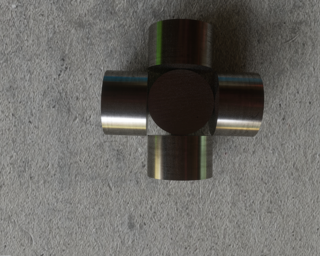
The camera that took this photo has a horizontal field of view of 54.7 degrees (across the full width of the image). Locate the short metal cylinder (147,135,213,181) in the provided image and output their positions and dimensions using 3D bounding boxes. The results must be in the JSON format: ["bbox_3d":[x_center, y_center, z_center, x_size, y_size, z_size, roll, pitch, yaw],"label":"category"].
[{"bbox_3d":[0.025,0.034,0.384,0.081,0.080,0.050,0,90,-1],"label":"short metal cylinder"}]

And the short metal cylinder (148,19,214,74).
[{"bbox_3d":[0.026,-0.097,0.383,0.081,0.080,0.050,2,91,-1],"label":"short metal cylinder"}]

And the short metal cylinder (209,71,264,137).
[{"bbox_3d":[0.091,-0.030,0.385,0.050,0.080,0.079,2,90,0],"label":"short metal cylinder"}]

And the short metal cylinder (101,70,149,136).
[{"bbox_3d":[-0.040,-0.030,0.383,0.050,0.080,0.079,2,90,0],"label":"short metal cylinder"}]

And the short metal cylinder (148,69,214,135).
[{"bbox_3d":[0.025,-0.031,0.399,0.081,0.050,0.079,0,90,-1],"label":"short metal cylinder"}]
